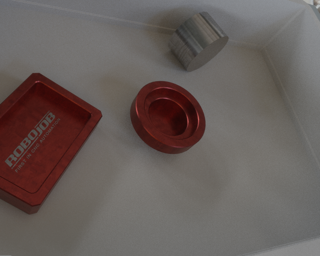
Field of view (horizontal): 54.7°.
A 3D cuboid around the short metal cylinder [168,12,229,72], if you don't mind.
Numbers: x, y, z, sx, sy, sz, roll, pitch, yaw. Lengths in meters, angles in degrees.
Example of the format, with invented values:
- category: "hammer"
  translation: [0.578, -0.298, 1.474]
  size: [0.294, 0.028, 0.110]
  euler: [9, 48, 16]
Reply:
- category: "short metal cylinder"
  translation: [0.060, -0.134, 0.486]
  size: [0.081, 0.080, 0.050]
  euler: [-29, 78, -38]

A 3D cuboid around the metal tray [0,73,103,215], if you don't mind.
- category: "metal tray"
  translation: [-0.132, 0.011, 0.325]
  size: [0.090, 0.030, 0.130]
  euler: [33, 51, -7]

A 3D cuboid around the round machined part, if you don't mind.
- category: "round machined part"
  translation: [0.007, -0.010, 0.406]
  size: [0.099, 0.042, 0.098]
  euler: [14, 56, -21]
